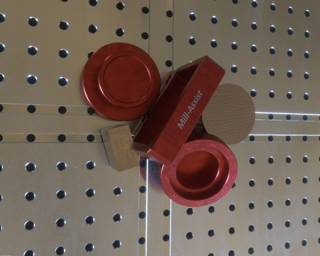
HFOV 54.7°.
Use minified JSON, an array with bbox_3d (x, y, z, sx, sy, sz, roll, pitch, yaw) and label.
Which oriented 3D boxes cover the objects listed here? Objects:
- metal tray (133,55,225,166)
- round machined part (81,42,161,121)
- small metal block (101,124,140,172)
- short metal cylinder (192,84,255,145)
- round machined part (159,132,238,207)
[{"bbox_3d":[0.017,-0.021,0.380,0.030,0.090,0.130,35,79,-17],"label":"metal tray"},{"bbox_3d":[-0.045,-0.057,0.382,0.099,0.042,0.097,0,90,-20],"label":"round machined part"},{"bbox_3d":[-0.050,0.023,0.377,0.025,0.050,0.050,-16,96,-19],"label":"small metal block"},{"bbox_3d":[0.082,-0.018,0.425,0.081,0.050,0.079,0,90,-20],"label":"short metal cylinder"},{"bbox_3d":[0.047,0.050,0.405,0.099,0.042,0.097,-3,111,-8],"label":"round machined part"}]
